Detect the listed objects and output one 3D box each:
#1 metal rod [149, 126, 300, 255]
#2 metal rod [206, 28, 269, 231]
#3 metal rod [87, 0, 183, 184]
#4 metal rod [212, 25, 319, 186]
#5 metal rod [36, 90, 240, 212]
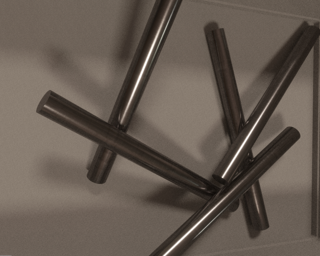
[{"bbox_3d":[0.090,0.088,0.408,0.302,0.025,0.025,-36,102,-25],"label":"metal rod"},{"bbox_3d":[0.116,0.006,0.454,0.025,0.025,0.298,-16,96,-20],"label":"metal rod"},{"bbox_3d":[-0.020,-0.067,0.338,0.025,0.025,0.298,18,109,-20],"label":"metal rod"},{"bbox_3d":[0.164,-0.045,0.453,0.025,0.025,0.300,43,69,-15],"label":"metal rod"},{"bbox_3d":[-0.002,0.043,0.373,0.301,0.025,0.025,32,79,-32],"label":"metal rod"}]
